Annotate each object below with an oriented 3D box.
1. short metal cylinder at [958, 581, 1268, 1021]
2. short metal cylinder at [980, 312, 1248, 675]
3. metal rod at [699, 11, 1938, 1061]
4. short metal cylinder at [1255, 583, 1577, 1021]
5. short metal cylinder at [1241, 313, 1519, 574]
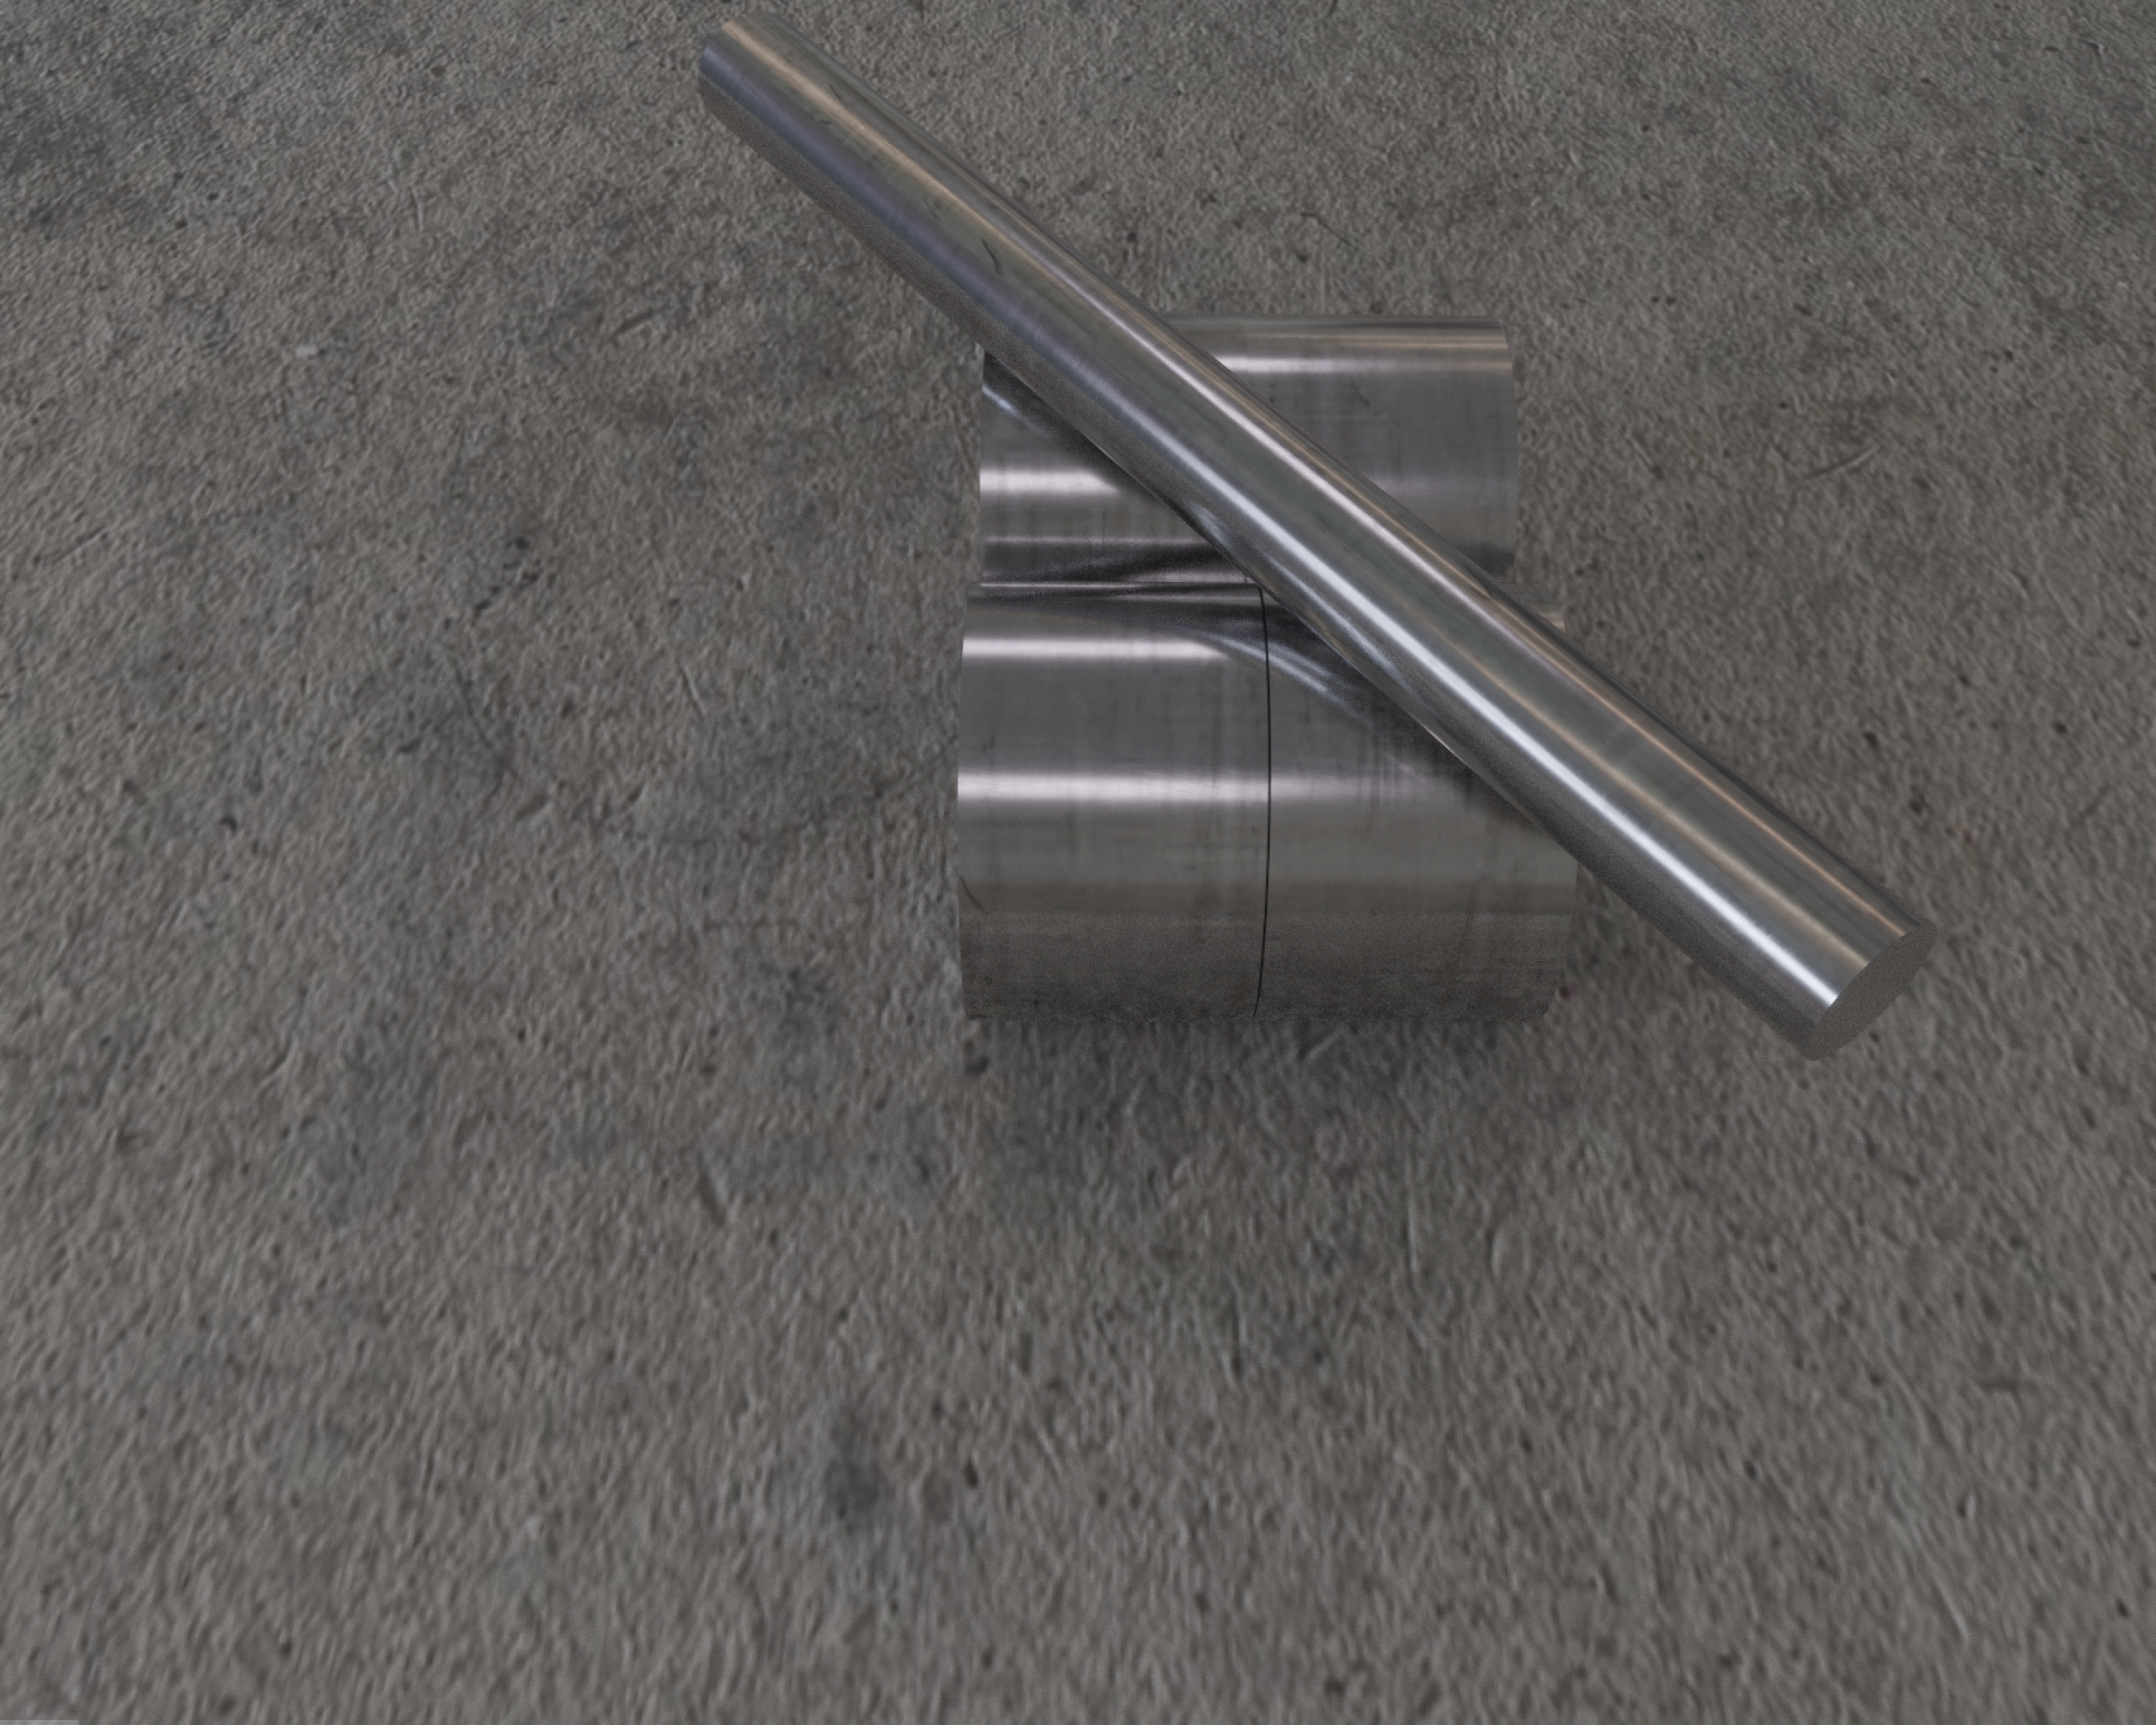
[{"bbox_3d":[0.006,-0.011,0.378,0.050,0.080,0.080,1,50,0],"label":"short metal cylinder"},{"bbox_3d":[0.007,-0.073,0.430,0.050,0.080,0.080,1,50,0],"label":"short metal cylinder"},{"bbox_3d":[0.020,-0.075,0.364,0.025,0.025,0.300,-29,56,-22],"label":"metal rod"},{"bbox_3d":[0.057,-0.011,0.379,0.050,0.080,0.080,1,50,0],"label":"short metal cylinder"},{"bbox_3d":[0.058,-0.072,0.430,0.050,0.080,0.080,1,50,0],"label":"short metal cylinder"}]
